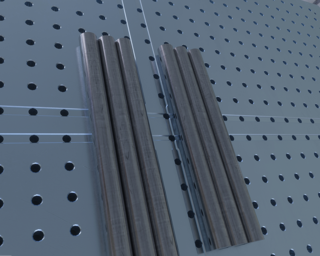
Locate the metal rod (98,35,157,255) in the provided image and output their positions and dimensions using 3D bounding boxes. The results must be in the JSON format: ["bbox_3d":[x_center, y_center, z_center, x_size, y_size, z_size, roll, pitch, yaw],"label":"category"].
[{"bbox_3d":[-0.045,0.009,0.377,0.025,0.025,0.299,1,61,-28],"label":"metal rod"}]

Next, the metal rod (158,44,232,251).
[{"bbox_3d":[0.040,0.008,0.423,0.025,0.025,0.299,1,61,-28],"label":"metal rod"}]

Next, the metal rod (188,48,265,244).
[{"bbox_3d":[0.086,0.009,0.447,0.025,0.025,0.299,1,61,-28],"label":"metal rod"}]

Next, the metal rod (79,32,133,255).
[{"bbox_3d":[-0.068,0.008,0.366,0.025,0.025,0.299,1,61,-28],"label":"metal rod"}]

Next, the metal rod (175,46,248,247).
[{"bbox_3d":[0.062,0.009,0.435,0.025,0.025,0.299,1,61,-28],"label":"metal rod"}]

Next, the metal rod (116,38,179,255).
[{"bbox_3d":[-0.023,0.009,0.389,0.025,0.025,0.299,1,61,-28],"label":"metal rod"}]
